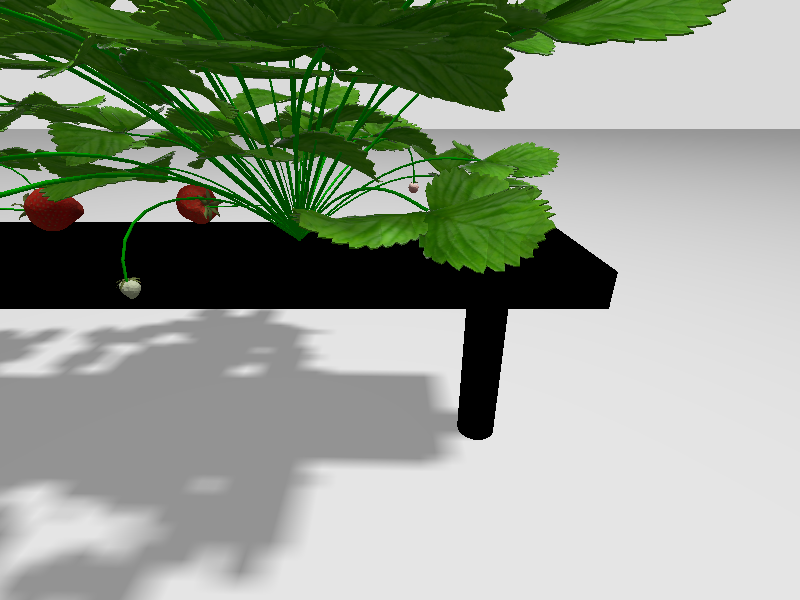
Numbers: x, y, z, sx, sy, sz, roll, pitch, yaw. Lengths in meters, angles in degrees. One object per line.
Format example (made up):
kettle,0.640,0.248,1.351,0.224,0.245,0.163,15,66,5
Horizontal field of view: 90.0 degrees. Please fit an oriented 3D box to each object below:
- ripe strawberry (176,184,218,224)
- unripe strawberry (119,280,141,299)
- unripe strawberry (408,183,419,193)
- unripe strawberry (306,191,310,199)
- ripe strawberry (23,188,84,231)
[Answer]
ripe strawberry,-0.214,-0.100,0.416,0.042,0.041,0.039,13,28,27
unripe strawberry,-0.156,-0.006,0.231,0.011,0.011,0.010,11,27,23
unripe strawberry,0.018,-0.146,0.525,0.014,0.013,0.013,14,28,27
unripe strawberry,-0.116,-0.133,0.511,0.011,0.011,0.010,-4,25,-8
ripe strawberry,-0.334,-0.088,0.389,0.043,0.042,0.040,-4,25,-11
